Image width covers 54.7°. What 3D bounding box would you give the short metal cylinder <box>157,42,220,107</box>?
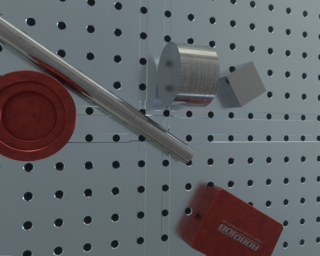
[{"bbox_3d":[0.034,-0.067,0.397,0.050,0.080,0.079,1,90,-20],"label":"short metal cylinder"}]

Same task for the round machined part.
[{"bbox_3d":[-0.147,-0.013,0.350,0.099,0.042,0.097,0,90,-21],"label":"round machined part"}]

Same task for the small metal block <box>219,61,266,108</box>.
[{"bbox_3d":[0.121,-0.064,0.459,0.050,0.025,0.050,-32,101,-18],"label":"small metal block"}]

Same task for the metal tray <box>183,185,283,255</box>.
[{"bbox_3d":[0.109,0.152,0.452,0.130,0.030,0.090,32,79,-18],"label":"metal tray"}]

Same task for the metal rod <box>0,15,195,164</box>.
[{"bbox_3d":[-0.078,-0.043,0.384,0.301,0.025,0.025,35,79,-17],"label":"metal rod"}]
